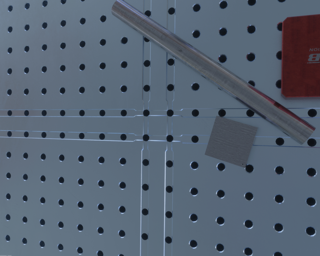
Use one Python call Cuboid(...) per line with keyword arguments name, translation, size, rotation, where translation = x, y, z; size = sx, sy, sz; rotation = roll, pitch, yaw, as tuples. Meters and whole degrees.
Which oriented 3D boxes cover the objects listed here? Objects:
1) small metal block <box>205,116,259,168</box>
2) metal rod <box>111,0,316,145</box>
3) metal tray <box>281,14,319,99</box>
Cuboid(name="small metal block", translation=(0.089, 0.016, 0.381), size=(0.050, 0.025, 0.050), rotation=(18, 96, 19))
Cuboid(name="metal rod", translation=(0.055, -0.080, 0.392), size=(0.300, 0.025, 0.025), rotation=(38, 102, 16))
Cuboid(name="metal tray", translation=(0.203, -0.078, 0.338), size=(0.130, 0.030, 0.089), rotation=(1, 90, 20))
